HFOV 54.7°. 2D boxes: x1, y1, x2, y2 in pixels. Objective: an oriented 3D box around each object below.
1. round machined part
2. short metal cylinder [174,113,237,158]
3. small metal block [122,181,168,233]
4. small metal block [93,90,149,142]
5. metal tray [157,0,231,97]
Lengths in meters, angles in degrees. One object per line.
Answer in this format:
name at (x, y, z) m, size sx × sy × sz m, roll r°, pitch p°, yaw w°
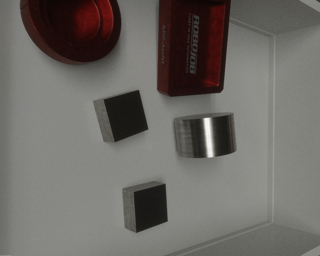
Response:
round machined part at (-0.093, -0.114, 0.319) m, size 0.099 × 0.042 × 0.097 m, roll 0°, pitch 90°, yaw -40°
short metal cylinder at (0.062, 0.008, 0.426) m, size 0.081 × 0.080 × 0.050 m, roll -11°, pitch 97°, yaw -40°
small metal block at (-0.019, 0.098, 0.393) m, size 0.050 × 0.025 × 0.050 m, roll -6°, pitch 94°, yaw -40°
small metal block at (-0.046, -0.015, 0.370) m, size 0.050 × 0.025 × 0.050 m, roll -22°, pitch 104°, yaw -38°
metal tray at (0.044, -0.110, 0.410) m, size 0.091 × 0.030 × 0.129 m, roll -7°, pitch 109°, yaw -27°
